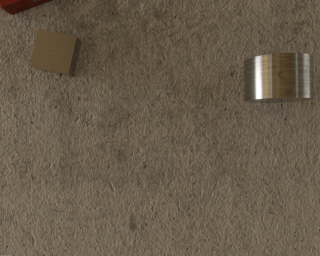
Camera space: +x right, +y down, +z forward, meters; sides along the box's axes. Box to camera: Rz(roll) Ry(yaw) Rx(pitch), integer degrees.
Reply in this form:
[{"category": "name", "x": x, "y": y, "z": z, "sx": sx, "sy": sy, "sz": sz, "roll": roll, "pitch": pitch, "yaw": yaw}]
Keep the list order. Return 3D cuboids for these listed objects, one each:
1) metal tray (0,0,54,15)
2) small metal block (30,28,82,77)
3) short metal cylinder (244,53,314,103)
[{"category": "metal tray", "x": -0.160, "y": -0.216, "z": 0.406, "sx": 0.131, "sy": 0.030, "sz": 0.090, "roll": -20, "pitch": 90, "yaw": 0}, {"category": "small metal block", "x": -0.137, "y": -0.098, "z": 0.409, "sx": 0.050, "sy": 0.025, "sz": 0.050, "roll": 12, "pitch": 90, "yaw": 0}, {"category": "short metal cylinder", "x": 0.146, "y": -0.059, "z": 0.384, "sx": 0.081, "sy": 0.080, "sz": 0.050, "roll": -1, "pitch": 90, "yaw": 0}]
